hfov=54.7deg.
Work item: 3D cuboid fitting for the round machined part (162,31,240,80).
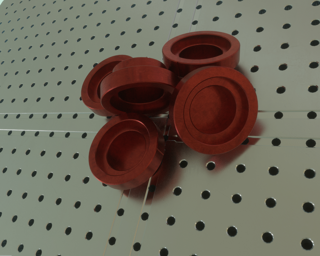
[{"bbox_3d":[0.054,-0.088,0.406,0.099,0.042,0.098,-5,38,4],"label":"round machined part"}]

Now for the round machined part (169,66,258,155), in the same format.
[{"bbox_3d":[0.057,-0.022,0.355,0.098,0.098,0.042,-43,19,-2],"label":"round machined part"}]

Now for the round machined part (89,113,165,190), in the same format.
[{"bbox_3d":[-0.038,0.032,0.396,0.098,0.042,0.098,-13,57,21],"label":"round machined part"}]

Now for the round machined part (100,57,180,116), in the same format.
[{"bbox_3d":[-0.024,-0.052,0.383,0.098,0.098,0.042,-13,68,20],"label":"round machined part"}]

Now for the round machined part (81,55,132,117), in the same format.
[{"bbox_3d":[-0.065,-0.059,0.466,0.098,0.042,0.098,-13,56,20],"label":"round machined part"}]
